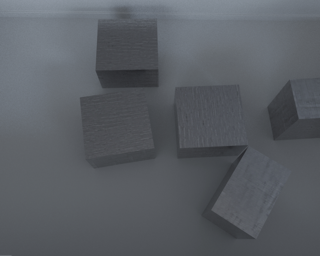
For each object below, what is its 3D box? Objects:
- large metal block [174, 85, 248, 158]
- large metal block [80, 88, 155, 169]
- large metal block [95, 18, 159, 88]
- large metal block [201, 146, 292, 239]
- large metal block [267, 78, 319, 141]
[{"bbox_3d":[0.061,-0.007,0.399,0.081,0.050,0.080,-3,70,-1],"label":"large metal block"},{"bbox_3d":[-0.053,0.001,0.395,0.081,0.050,0.080,-9,70,-4],"label":"large metal block"},{"bbox_3d":[-0.043,-0.104,0.434,0.081,0.050,0.080,-1,70,-1],"label":"large metal block"},{"bbox_3d":[0.094,0.077,0.353,0.050,0.080,0.080,32,73,11],"label":"large metal block"},{"bbox_3d":[0.192,-0.022,0.390,0.081,0.080,0.050,-3,70,-1],"label":"large metal block"}]
